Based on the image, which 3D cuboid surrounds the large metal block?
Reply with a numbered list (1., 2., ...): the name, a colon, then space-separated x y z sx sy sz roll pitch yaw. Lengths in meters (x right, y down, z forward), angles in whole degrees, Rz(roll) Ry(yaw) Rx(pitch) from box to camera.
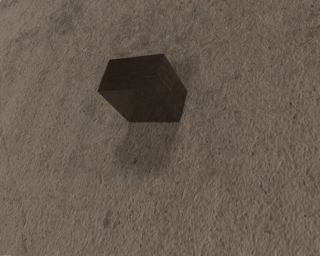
1. large metal block: -0.020 -0.048 0.407 0.080 0.080 0.050 1 62 28
